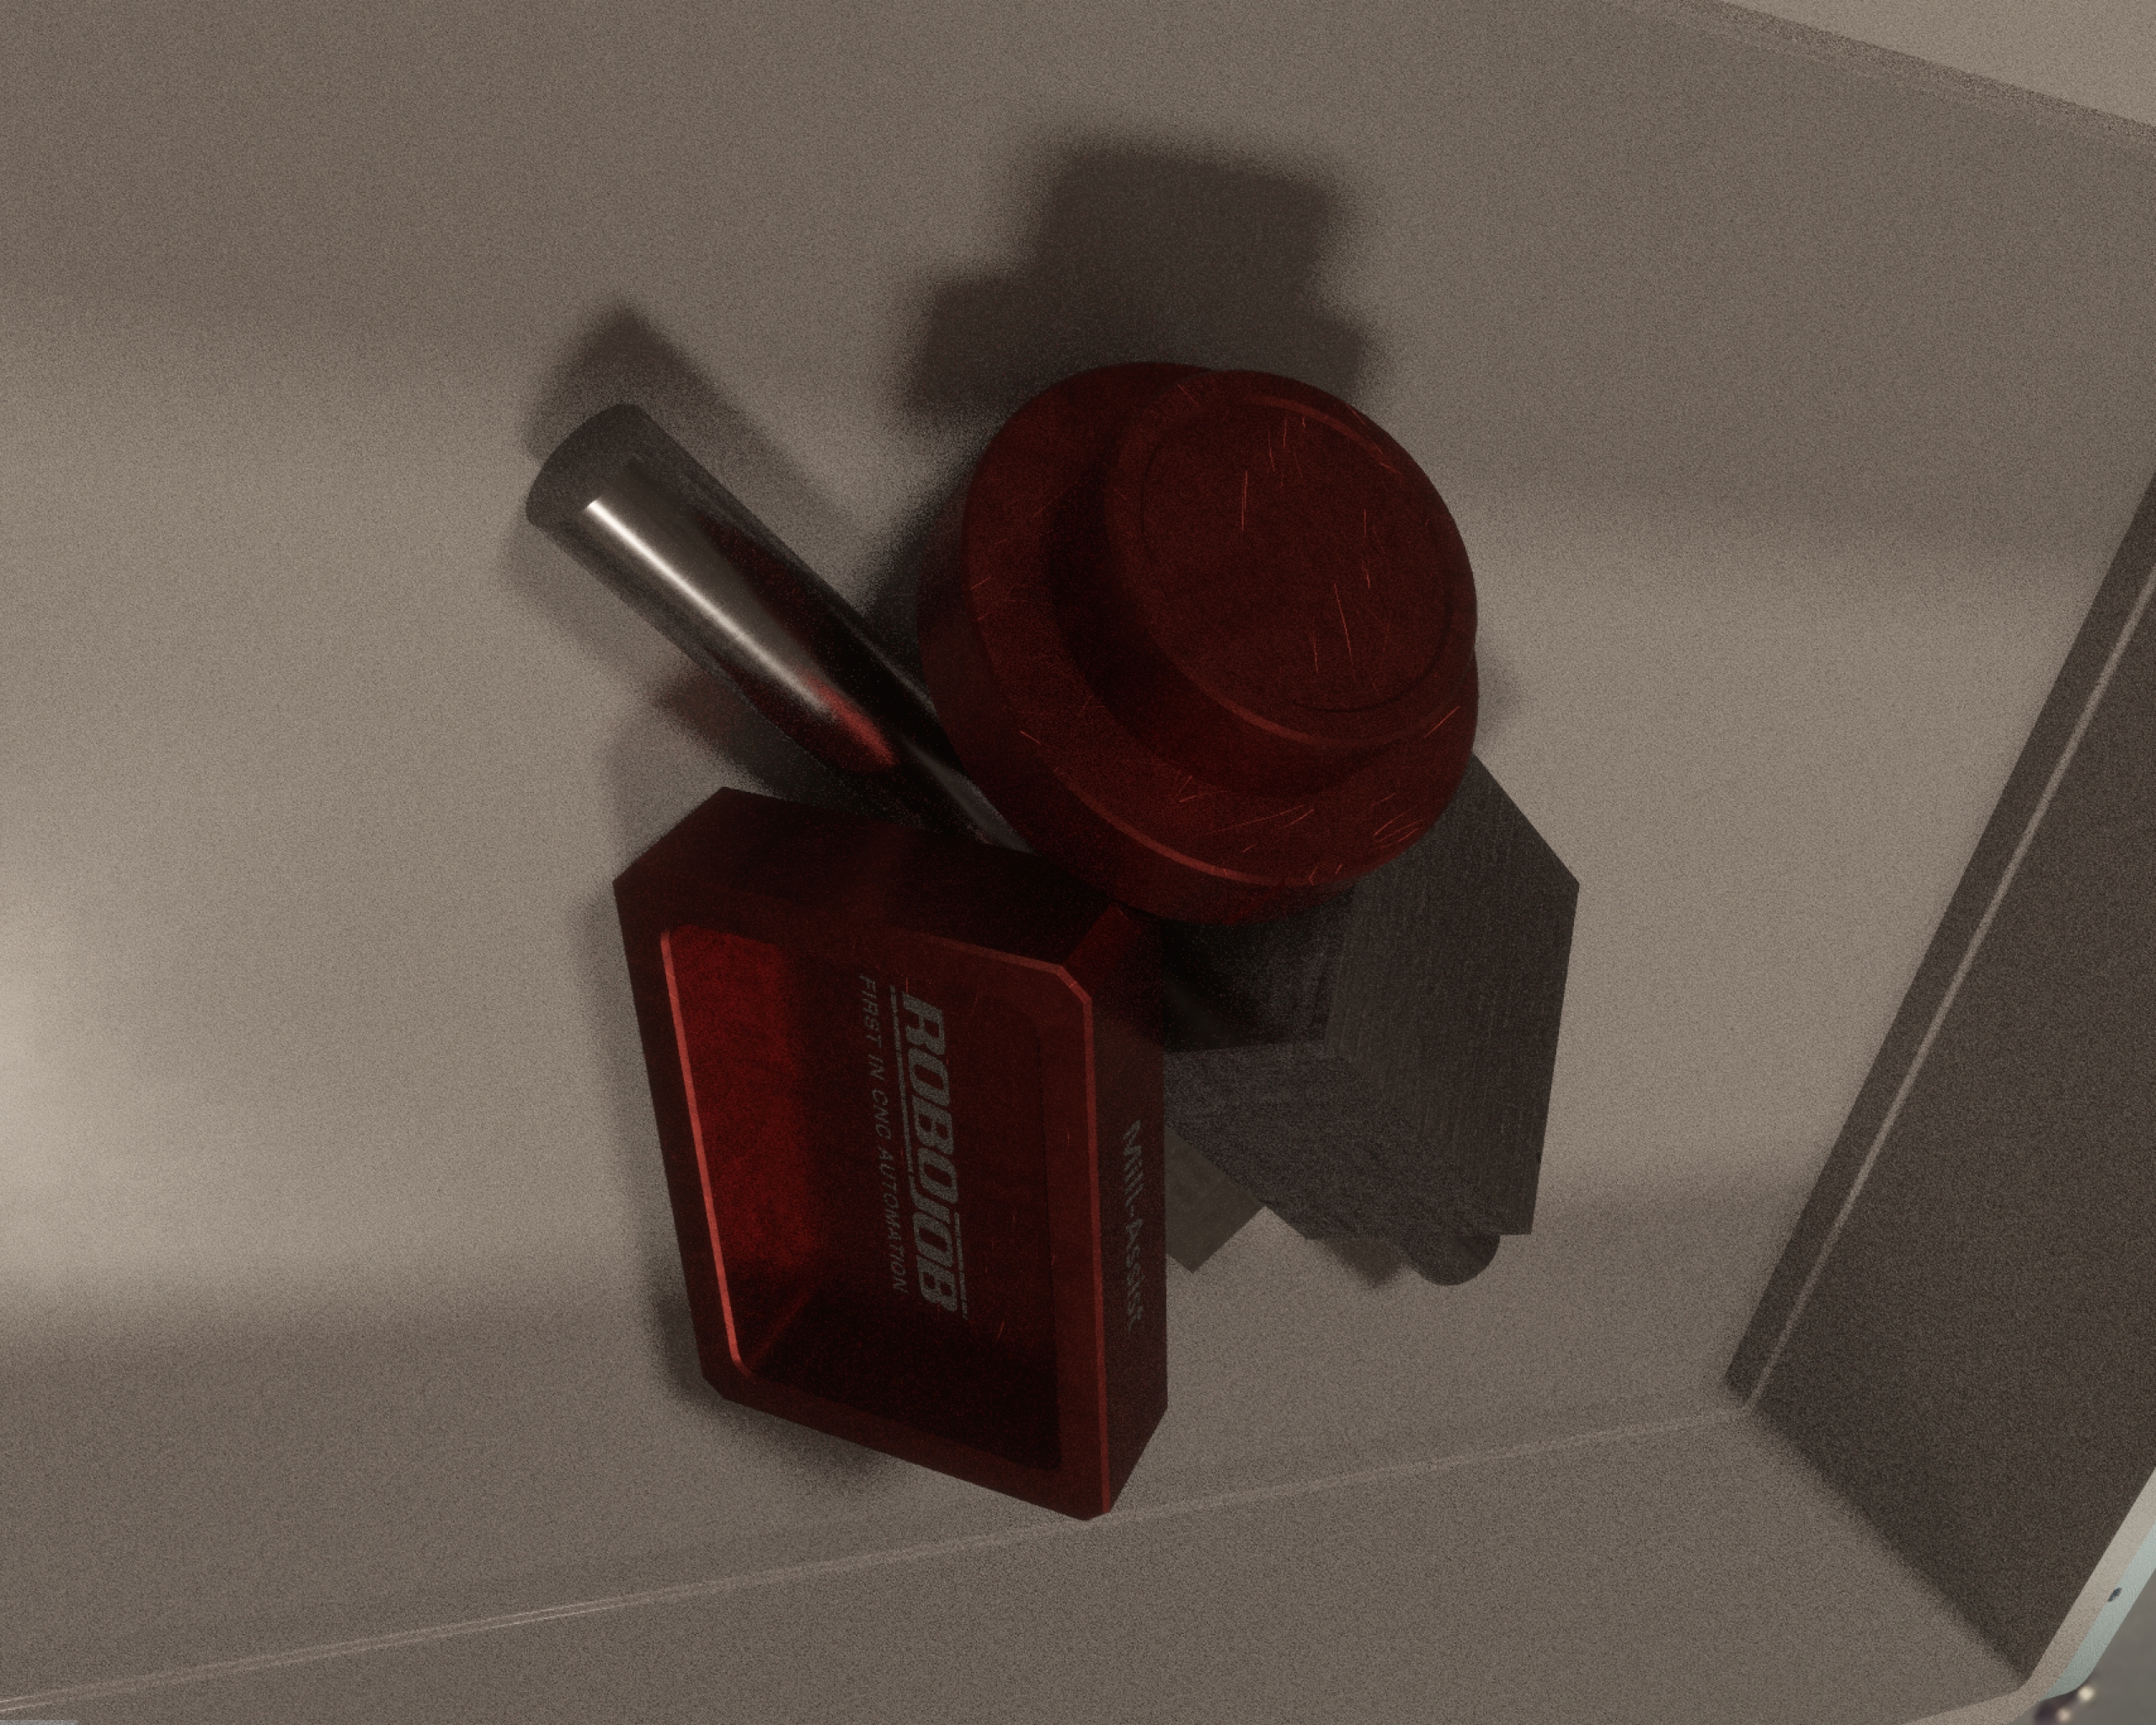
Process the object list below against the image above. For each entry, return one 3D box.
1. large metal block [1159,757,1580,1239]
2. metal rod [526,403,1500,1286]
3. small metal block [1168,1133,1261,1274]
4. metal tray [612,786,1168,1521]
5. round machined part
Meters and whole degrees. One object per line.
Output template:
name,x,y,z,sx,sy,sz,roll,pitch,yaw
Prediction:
large metal block,0.054,0.020,0.409,0.080,0.050,0.080,43,51,-39
metal rod,0.008,0.016,0.422,0.025,0.025,0.300,-45,130,3
small metal block,0.008,0.050,0.427,0.025,0.050,0.050,-44,130,2
metal tray,-0.031,0.056,0.385,0.030,0.090,0.129,-51,146,-50
round machined part,0.027,-0.042,0.347,0.099,0.098,0.042,-2,160,-28
